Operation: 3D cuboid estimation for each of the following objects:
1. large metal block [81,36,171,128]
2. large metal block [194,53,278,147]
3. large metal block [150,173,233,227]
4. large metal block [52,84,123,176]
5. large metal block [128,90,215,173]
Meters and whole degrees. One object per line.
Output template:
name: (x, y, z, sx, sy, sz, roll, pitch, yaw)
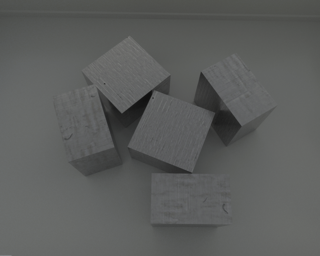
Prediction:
large metal block: (-0.043, -0.062, 0.417, 0.080, 0.050, 0.080, -40, 75, -14)
large metal block: (0.090, -0.033, 0.391, 0.050, 0.080, 0.080, -30, 73, -10)
large metal block: (0.031, 0.084, 0.349, 0.081, 0.080, 0.050, 1, 70, 0)
large metal block: (-0.085, 0.006, 0.376, 0.050, 0.080, 0.080, -18, 71, -7)
large metal block: (0.015, 0.010, 0.391, 0.080, 0.050, 0.080, 21, 71, 7)
